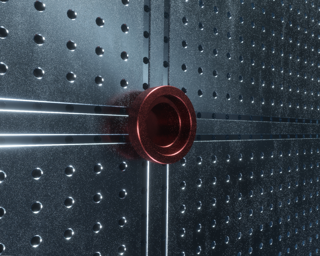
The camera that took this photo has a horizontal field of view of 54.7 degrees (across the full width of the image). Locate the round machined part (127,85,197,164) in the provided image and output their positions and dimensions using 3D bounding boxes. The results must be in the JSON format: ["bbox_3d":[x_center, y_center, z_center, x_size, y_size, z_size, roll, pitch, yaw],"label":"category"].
[{"bbox_3d":[-0.002,-0.004,0.399,0.099,0.042,0.097,0,91,-40],"label":"round machined part"}]
